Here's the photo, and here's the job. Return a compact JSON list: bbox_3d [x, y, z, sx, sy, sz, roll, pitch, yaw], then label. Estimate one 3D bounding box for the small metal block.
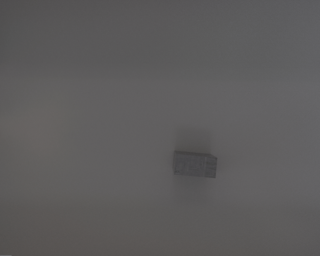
[{"bbox_3d":[0.043,0.046,0.399,0.050,0.050,0.025,5,90,0],"label":"small metal block"}]
